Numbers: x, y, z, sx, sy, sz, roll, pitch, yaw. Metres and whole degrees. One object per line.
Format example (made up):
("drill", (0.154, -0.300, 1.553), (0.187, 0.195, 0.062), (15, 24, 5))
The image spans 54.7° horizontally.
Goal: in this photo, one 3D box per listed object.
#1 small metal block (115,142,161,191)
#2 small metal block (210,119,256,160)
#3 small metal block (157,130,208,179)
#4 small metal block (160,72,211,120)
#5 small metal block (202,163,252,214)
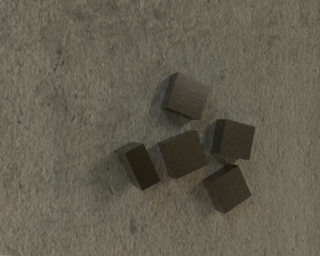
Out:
("small metal block", (-0.029, 0.046, 0.386), (0.025, 0.050, 0.050), (-27, 99, -18))
("small metal block", (0.106, 0.017, 0.450), (0.050, 0.025, 0.050), (13, 86, -20))
("small metal block", (0.031, 0.035, 0.422), (0.050, 0.025, 0.050), (-21, 97, -19))
("small metal block", (0.035, -0.042, 0.423), (0.050, 0.025, 0.050), (20, 83, -19))
("small metal block", (0.096, 0.086, 0.446), (0.050, 0.025, 0.050), (-28, 100, -18))
